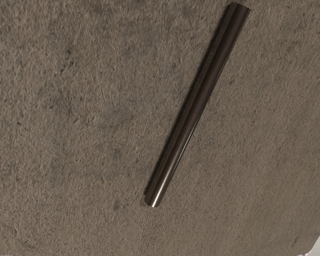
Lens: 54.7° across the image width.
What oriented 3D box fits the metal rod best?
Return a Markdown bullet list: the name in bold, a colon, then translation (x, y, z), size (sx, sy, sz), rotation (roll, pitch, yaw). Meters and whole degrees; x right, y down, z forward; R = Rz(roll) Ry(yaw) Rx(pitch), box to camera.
- **metal rod**: translation (0.043, -0.017, 0.421), size (0.025, 0.025, 0.298), rotation (10, 114, -33)
